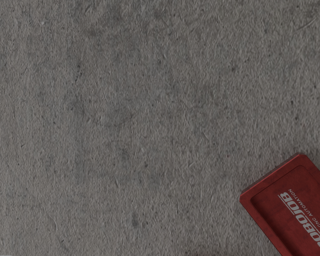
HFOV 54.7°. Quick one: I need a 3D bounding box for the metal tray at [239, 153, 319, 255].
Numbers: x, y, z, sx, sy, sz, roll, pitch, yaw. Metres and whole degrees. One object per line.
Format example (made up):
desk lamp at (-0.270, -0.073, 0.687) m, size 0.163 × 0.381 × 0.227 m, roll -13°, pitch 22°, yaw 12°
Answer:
metal tray at (0.165, 0.104, 0.347) m, size 0.090 × 0.030 × 0.130 m, roll -40°, pitch 78°, yaw 15°
